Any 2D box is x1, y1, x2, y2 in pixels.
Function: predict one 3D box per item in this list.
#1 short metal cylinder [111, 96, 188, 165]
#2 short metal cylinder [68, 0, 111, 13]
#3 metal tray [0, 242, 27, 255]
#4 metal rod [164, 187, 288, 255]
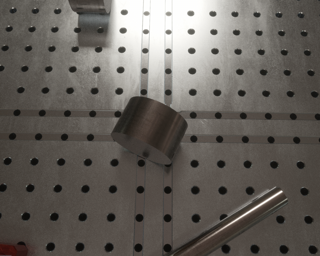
[{"bbox_3d":[-0.013,0.004,0.381,0.080,0.080,0.050,23,72,8],"label":"short metal cylinder"},{"bbox_3d":[-0.103,-0.213,0.459,0.050,0.080,0.080,3,70,1],"label":"short metal cylinder"},{"bbox_3d":[-0.209,0.192,0.336,0.091,0.030,0.130,6,70,2],"label":"metal tray"},{"bbox_3d":[0.019,0.154,0.355,0.302,0.025,0.025,-28,73,-10],"label":"metal rod"}]
